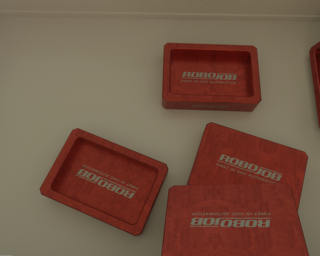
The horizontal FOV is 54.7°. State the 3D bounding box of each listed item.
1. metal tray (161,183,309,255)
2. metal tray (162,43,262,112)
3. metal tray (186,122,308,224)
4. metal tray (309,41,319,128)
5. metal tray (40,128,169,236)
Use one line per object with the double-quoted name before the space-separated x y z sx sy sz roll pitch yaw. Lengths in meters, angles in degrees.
"metal tray" 0.072 0.102 0.316 0.131 0.030 0.090 -3 40 11
"metal tray" 0.069 -0.071 0.433 0.131 0.030 0.090 2 70 0
"metal tray" 0.108 0.055 0.388 0.131 0.030 0.090 18 71 6
"metal tray" 0.245 -0.067 0.400 0.030 0.090 0.130 10 69 -17
"metal tray" -0.066 0.065 0.382 0.131 0.030 0.090 22 71 7
